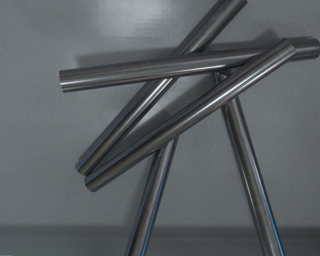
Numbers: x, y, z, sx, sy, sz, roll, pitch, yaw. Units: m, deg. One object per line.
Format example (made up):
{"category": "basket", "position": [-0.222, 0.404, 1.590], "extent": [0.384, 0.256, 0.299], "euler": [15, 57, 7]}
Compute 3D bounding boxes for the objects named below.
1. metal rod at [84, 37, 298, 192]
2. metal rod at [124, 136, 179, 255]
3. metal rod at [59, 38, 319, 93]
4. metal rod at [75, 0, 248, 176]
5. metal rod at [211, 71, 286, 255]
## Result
{"category": "metal rod", "position": [0.024, -0.006, 0.379], "extent": [0.300, 0.025, 0.025], "euler": [-35, 107, 16]}
{"category": "metal rod", "position": [-0.026, 0.140, 0.379], "extent": [0.025, 0.025, 0.299], "euler": [19, 76, -7]}
{"category": "metal rod", "position": [0.041, -0.074, 0.359], "extent": [0.302, 0.025, 0.025], "euler": [-9, 110, -8]}
{"category": "metal rod", "position": [-0.008, -0.047, 0.393], "extent": [0.025, 0.025, 0.299], "euler": [40, 105, -14]}
{"category": "metal rod", "position": [0.115, 0.072, 0.377], "extent": [0.025, 0.025, 0.298], "euler": [-16, 86, 5]}
